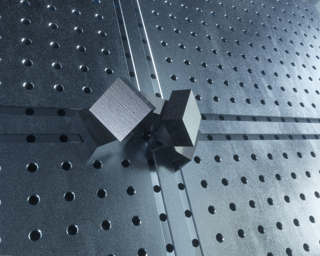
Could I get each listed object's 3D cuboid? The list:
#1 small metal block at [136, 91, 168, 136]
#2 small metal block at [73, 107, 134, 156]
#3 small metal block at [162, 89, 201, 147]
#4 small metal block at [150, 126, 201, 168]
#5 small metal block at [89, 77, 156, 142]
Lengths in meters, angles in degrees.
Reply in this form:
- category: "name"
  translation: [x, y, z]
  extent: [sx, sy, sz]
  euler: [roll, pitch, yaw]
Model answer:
- category: "small metal block"
  translation: [-0.021, -0.018, 0.393]
  extent: [0.050, 0.050, 0.025]
  euler: [17, 55, -19]
- category: "small metal block"
  translation: [-0.069, -0.001, 0.373]
  extent: [0.050, 0.025, 0.050]
  euler: [-21, 73, -36]
- category: "small metal block"
  translation: [0.028, -0.012, 0.382]
  extent: [0.050, 0.025, 0.050]
  euler: [64, 35, -43]
- category: "small metal block"
  translation: [0.022, 0.016, 0.412]
  extent: [0.050, 0.025, 0.050]
  euler: [31, 51, -9]
- category: "small metal block"
  translation: [-0.041, -0.021, 0.348]
  extent: [0.050, 0.050, 0.025]
  euler: [45, 12, 3]
